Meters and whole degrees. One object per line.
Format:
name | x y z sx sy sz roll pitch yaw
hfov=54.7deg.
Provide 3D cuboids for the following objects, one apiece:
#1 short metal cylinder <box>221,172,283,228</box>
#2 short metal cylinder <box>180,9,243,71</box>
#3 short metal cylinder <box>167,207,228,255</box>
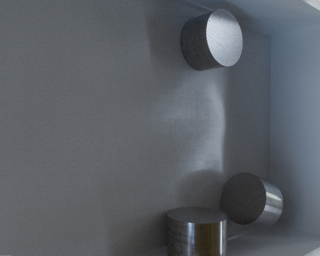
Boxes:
short metal cylinder | 0.146 0.115 0.493 0.050 0.080 0.080 23 75 -38
short metal cylinder | 0.076 -0.127 0.453 0.081 0.050 0.080 0 90 -40
short metal cylinder | 0.049 0.140 0.412 0.081 0.080 0.050 1 90 -40
